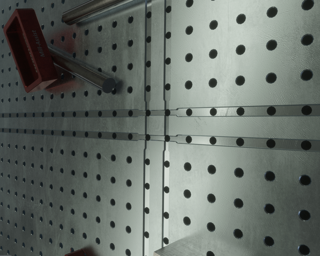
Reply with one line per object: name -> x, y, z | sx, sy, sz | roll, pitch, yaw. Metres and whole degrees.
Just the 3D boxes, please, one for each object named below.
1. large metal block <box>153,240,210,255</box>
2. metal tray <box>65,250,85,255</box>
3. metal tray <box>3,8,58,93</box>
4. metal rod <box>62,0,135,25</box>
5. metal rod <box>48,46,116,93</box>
large metal block -> 0.033, 0.192, 0.364 | 0.080, 0.050, 0.079 | 14, 99, 39
metal tray -> -0.150, 0.285, 0.526 | 0.090, 0.030, 0.129 | 46, 117, 30
metal tray -> -0.238, -0.138, 0.565 | 0.090, 0.030, 0.129 | -14, 96, 49
metal rod -> -0.042, -0.195, 0.442 | 0.300, 0.025, 0.025 | -2, 89, 39
metal rod -> -0.184, -0.125, 0.557 | 0.300, 0.025, 0.025 | 30, 109, 35
